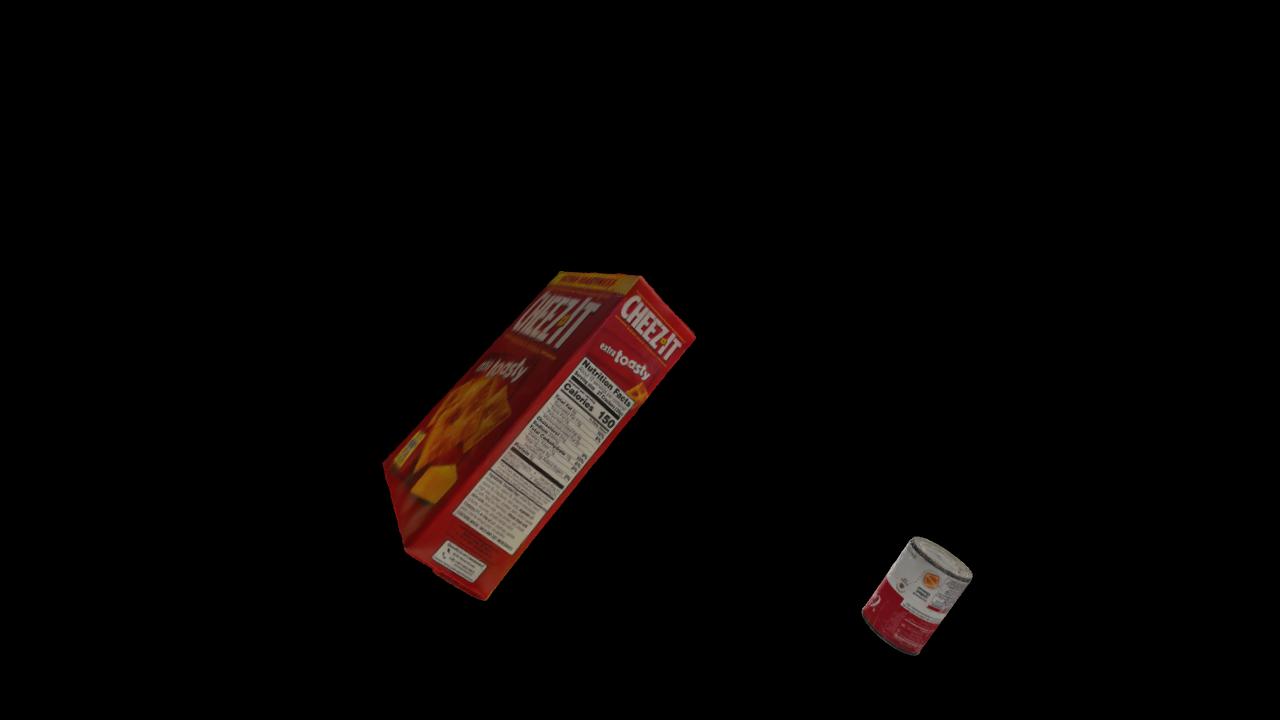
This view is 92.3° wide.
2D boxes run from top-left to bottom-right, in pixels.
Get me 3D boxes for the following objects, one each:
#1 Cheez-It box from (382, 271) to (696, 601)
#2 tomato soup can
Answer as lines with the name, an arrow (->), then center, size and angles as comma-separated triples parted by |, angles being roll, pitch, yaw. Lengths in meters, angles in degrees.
Cheez-It box -> -0.083, 0.035, 0.455 | 0.071, 0.223, 0.166 | 46, -12, -26
tomato soup can -> 0.288, 0.244, 0.642 | 0.068, 0.101, 0.068 | 25, 14, -7
